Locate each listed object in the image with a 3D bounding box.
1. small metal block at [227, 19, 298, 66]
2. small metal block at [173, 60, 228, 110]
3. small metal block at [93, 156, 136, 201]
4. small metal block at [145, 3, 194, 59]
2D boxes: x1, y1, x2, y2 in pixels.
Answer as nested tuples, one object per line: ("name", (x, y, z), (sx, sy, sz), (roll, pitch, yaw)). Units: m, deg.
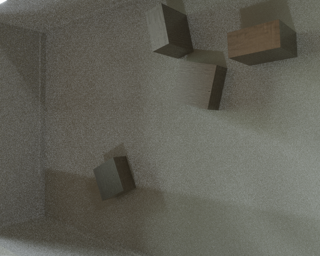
("small metal block", (0.102, -0.082, 0.306), (0.050, 0.050, 0.025), (-4, 88, 39))
("small metal block", (0.047, -0.051, 0.367), (0.050, 0.025, 0.050), (17, 101, 38))
("small metal block", (-0.068, 0.075, 0.461), (0.050, 0.025, 0.050), (-32, 71, 35))
("small metal block", (0.012, -0.117, 0.379), (0.025, 0.050, 0.050), (-17, 80, 38))
